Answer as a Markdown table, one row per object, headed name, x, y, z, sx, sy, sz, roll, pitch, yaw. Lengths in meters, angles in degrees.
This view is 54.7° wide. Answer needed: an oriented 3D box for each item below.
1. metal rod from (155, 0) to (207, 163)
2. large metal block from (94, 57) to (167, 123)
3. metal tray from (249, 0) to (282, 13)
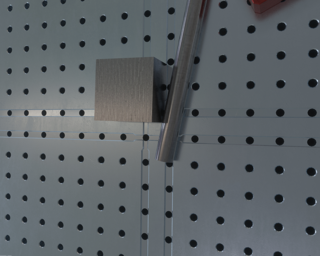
| name | x | y | z | sx | sy | sz | roll | pitch | yaw |
| --- | --- | --- | --- | --- | --- | --- | --- | --- | --- |
| metal rod | 0.035 | -0.103 | 0.400 | 0.025 | 0.025 | 0.298 | 13 | 94 | 19 |
| large metal block | -0.038 | -0.048 | 0.413 | 0.080 | 0.050 | 0.079 | 2 | 91 | 20 |
| metal tray | 0.151 | -0.207 | 0.356 | 0.130 | 0.030 | 0.090 | -27 | 81 | 17 |
